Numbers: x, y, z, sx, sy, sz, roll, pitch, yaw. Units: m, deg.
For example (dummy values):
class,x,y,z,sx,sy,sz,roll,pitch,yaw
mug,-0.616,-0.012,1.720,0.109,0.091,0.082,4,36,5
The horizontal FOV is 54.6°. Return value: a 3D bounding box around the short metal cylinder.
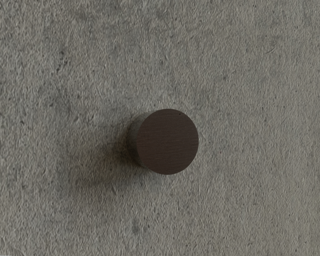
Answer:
class,x,y,z,sx,sy,sz,roll,pitch,yaw
short metal cylinder,0.002,0.016,0.396,0.081,0.050,0.080,0,90,-20
